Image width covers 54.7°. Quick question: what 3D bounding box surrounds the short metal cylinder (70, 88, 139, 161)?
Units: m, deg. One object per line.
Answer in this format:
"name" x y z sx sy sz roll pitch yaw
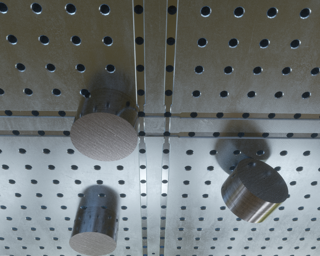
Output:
"short metal cylinder" -0.067 -0.003 0.392 0.081 0.050 0.079 0 130 0

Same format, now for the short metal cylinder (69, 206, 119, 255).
"short metal cylinder" -0.115 0.184 0.550 0.081 0.050 0.079 0 130 0

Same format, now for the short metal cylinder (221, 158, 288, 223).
"short metal cylinder" 0.138 0.091 0.455 0.081 0.080 0.050 15 128 -13
